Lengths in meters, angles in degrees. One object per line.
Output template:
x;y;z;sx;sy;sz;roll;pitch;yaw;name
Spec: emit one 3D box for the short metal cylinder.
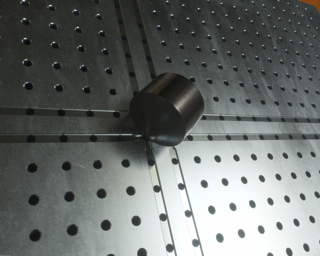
0.009;-0.023;0.392;0.080;0.080;0.050;42;51;0;short metal cylinder
